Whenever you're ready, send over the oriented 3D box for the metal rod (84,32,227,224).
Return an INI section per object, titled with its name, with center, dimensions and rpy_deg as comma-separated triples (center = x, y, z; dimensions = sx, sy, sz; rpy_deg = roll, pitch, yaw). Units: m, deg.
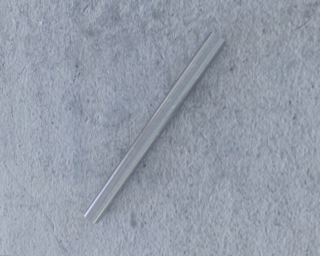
[metal rod]
center = -0.012, 0.008, 0.412
dimensions = 0.025, 0.025, 0.299
rpy_deg = 38, 102, 15
